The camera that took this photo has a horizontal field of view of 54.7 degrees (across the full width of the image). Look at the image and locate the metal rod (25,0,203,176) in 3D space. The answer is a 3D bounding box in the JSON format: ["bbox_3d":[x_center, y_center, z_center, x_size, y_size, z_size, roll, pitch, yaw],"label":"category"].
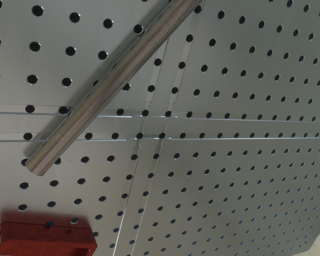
[{"bbox_3d":[-0.044,-0.062,0.349,0.300,0.025,0.025,-47,130,4],"label":"metal rod"}]

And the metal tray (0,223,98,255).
[{"bbox_3d":[-0.165,0.180,0.429,0.131,0.030,0.090,19,108,-36],"label":"metal tray"}]
